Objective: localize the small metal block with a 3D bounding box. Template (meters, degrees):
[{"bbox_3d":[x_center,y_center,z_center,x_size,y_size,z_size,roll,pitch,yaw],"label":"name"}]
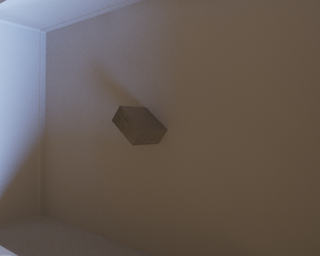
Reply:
[{"bbox_3d":[-0.027,-0.004,0.411,0.050,0.050,0.025,47,118,29],"label":"small metal block"}]
